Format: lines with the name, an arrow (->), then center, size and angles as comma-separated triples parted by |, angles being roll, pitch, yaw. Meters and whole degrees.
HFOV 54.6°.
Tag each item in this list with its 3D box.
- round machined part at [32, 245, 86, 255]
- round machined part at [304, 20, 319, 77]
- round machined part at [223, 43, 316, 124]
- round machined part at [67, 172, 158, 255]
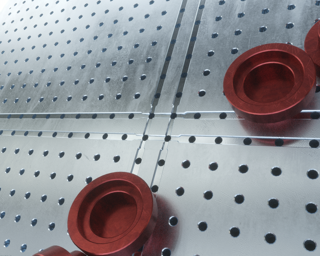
round machined part -> -0.095, 0.170, 0.323 | 0.098, 0.042, 0.097 | 10, 105, 40
round machined part -> 0.215, -0.101, 0.346 | 0.098, 0.042, 0.098 | -13, 56, 21
round machined part -> 0.127, -0.047, 0.360 | 0.098, 0.042, 0.098 | -13, 56, 21
round machined part -> -0.050, 0.102, 0.352 | 0.098, 0.042, 0.098 | -10, 46, 10
